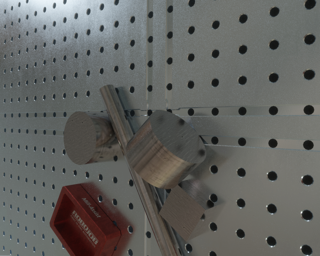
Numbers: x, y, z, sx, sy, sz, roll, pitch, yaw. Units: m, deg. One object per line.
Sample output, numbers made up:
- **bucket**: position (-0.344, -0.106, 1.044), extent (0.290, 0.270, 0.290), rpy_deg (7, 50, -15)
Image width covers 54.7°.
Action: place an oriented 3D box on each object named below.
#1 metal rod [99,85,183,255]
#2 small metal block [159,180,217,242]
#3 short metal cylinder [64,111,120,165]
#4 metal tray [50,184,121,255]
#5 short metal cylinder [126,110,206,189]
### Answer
- **metal rod**: position (-0.025, 0.070, 0.429), extent (0.025, 0.025, 0.299), rpy_deg (-37, 68, 34)
- **small metal block**: position (0.033, 0.101, 0.382), extent (0.050, 0.025, 0.050), rpy_deg (39, 114, 33)
- **short metal cylinder**: position (-0.104, 0.015, 0.479), extent (0.080, 0.050, 0.079), rpy_deg (0, 90, 40)
- **metal tray**: position (-0.128, 0.166, 0.511), extent (0.130, 0.030, 0.089), rpy_deg (37, 113, 33)
- **short metal cylinder**: position (0.007, 0.025, 0.367), extent (0.050, 0.081, 0.080), rpy_deg (-49, 61, 29)
